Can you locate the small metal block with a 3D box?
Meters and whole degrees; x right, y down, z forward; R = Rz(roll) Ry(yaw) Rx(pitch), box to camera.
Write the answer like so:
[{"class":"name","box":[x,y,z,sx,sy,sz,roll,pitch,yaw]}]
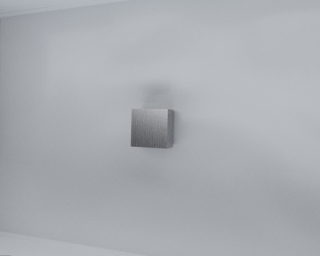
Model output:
[{"class":"small metal block","box":[-0.010,0.000,0.410,0.050,0.025,0.050,2,91,20]}]
